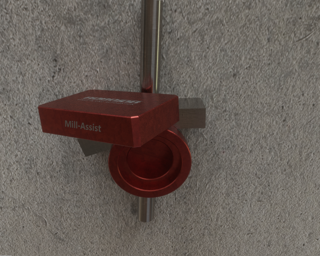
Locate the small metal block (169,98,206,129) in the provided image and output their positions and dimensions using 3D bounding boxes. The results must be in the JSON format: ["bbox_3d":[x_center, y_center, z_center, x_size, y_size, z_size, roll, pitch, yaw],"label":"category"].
[{"bbox_3d":[0.029,-0.020,0.391,0.050,0.050,0.025,-1,110,0],"label":"small metal block"}]

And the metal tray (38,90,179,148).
[{"bbox_3d":[-0.055,-0.016,0.345,0.130,0.091,0.030,7,112,28],"label":"metal tray"}]

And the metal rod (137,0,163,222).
[{"bbox_3d":[-0.015,-0.008,0.408,0.025,0.025,0.298,2,110,-1],"label":"metal rod"}]

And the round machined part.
[{"bbox_3d":[-0.012,0.034,0.385,0.099,0.042,0.097,-1,114,-2],"label":"round machined part"}]

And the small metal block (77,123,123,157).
[{"bbox_3d":[-0.073,0.008,0.400,0.050,0.050,0.025,-18,109,6],"label":"small metal block"}]
